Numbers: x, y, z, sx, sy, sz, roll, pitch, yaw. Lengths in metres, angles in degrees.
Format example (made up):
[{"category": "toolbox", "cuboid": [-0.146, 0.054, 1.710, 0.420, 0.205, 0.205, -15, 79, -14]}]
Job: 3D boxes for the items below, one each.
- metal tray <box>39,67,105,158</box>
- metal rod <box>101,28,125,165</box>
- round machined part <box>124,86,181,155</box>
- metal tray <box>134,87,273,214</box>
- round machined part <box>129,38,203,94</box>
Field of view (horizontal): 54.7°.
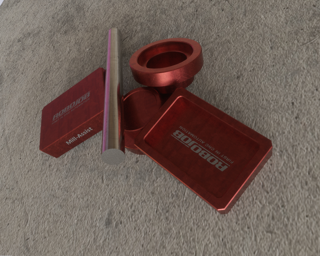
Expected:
[{"category": "metal tray", "cuboid": [-0.123, -0.023, 0.467, 0.130, 0.030, 0.090, -30, 49, 19]}, {"category": "metal rod", "cuboid": [-0.065, -0.068, 0.438, 0.025, 0.025, 0.300, -24, 40, 13]}, {"category": "round machined part", "cuboid": [-0.021, -0.016, 0.416, 0.098, 0.042, 0.098, -13, 56, 21]}, {"category": "metal tray", "cuboid": [0.046, 0.021, 0.351, 0.130, 0.030, 0.090, 35, 81, 28]}, {"category": "round machined part", "cuboid": [0.011, -0.083, 0.426, 0.098, 0.042, 0.098, -9, 38, 7]}]
